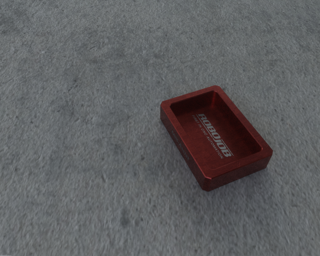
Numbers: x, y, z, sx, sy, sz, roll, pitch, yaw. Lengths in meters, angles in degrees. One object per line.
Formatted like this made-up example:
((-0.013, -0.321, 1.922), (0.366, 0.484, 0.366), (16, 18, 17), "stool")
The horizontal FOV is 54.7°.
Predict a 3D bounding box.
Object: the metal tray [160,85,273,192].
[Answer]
((0.066, 0.007, 0.394), (0.091, 0.030, 0.130), (-18, 53, -16), "metal tray")
